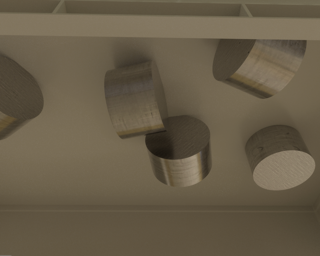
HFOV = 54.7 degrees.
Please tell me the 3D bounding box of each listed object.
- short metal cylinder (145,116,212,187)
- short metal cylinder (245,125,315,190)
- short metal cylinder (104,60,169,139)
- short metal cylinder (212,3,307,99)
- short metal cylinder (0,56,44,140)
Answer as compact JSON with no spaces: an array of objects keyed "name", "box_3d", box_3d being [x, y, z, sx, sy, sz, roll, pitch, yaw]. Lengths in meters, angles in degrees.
[{"name":"short metal cylinder","box_3d":[0.025,0.029,0.398,0.080,0.080,0.050,-7,130,5]},{"name":"short metal cylinder","box_3d":[0.165,0.042,0.431,0.081,0.050,0.079,0,130,0]},{"name":"short metal cylinder","box_3d":[-0.023,-0.031,0.347,0.050,0.080,0.080,-11,130,9]},{"name":"short metal cylinder","box_3d":[0.096,-0.075,0.310,0.050,0.080,0.079,20,127,-17]},{"name":"short metal cylinder","box_3d":[-0.179,-0.033,0.343,0.050,0.080,0.080,-30,124,23]}]
